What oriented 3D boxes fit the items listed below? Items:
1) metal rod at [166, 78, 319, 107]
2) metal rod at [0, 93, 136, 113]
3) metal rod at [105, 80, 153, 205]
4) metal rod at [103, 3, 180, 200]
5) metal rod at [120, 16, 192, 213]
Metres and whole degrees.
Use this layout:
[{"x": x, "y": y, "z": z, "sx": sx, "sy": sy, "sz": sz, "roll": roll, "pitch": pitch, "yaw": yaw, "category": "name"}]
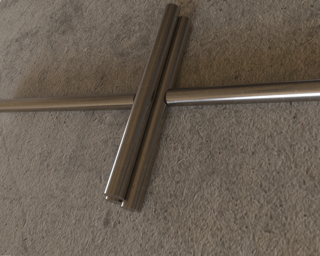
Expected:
[{"x": 0.147, "y": -0.042, "z": 0.353, "sx": 0.300, "sy": 0.025, "sz": 0.025, "roll": 0, "pitch": 62, "yaw": 27, "category": "metal rod"}, {"x": -0.164, "y": -0.040, "z": 0.513, "sx": 0.300, "sy": 0.025, "sz": 0.025, "roll": 1, "pitch": 62, "yaw": 28, "category": "metal rod"}, {"x": -0.019, "y": -0.041, "z": 0.440, "sx": 0.025, "sy": 0.025, "sz": 0.300, "roll": 1, "pitch": 62, "yaw": 28, "category": "metal rod"}, {"x": -0.017, "y": -0.052, "z": 0.419, "sx": 0.025, "sy": 0.025, "sz": 0.300, "roll": 1, "pitch": 62, "yaw": 28, "category": "metal rod"}, {"x": 0.001, "y": -0.036, "z": 0.426, "sx": 0.025, "sy": 0.025, "sz": 0.300, "roll": 1, "pitch": 62, "yaw": 28, "category": "metal rod"}]
